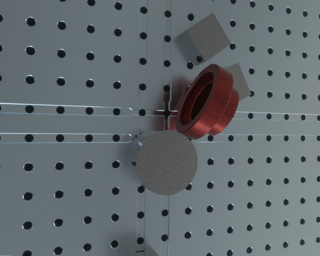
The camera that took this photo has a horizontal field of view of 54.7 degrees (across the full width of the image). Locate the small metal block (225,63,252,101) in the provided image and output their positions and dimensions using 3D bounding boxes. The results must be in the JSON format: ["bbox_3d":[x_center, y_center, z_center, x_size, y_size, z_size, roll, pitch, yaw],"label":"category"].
[{"bbox_3d":[0.097,-0.060,0.450,0.050,0.025,0.050,-28,100,-18],"label":"small metal block"}]

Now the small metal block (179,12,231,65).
[{"bbox_3d":[0.064,-0.125,0.437,0.050,0.025,0.050,-38,103,-16],"label":"small metal block"}]

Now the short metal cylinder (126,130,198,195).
[{"bbox_3d":[0.001,0.042,0.401,0.081,0.050,0.079,0,90,-20],"label":"short metal cylinder"}]

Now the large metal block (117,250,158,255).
[{"bbox_3d":[-0.018,0.207,0.378,0.050,0.080,0.079,-1,90,-20],"label":"large metal block"}]

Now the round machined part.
[{"bbox_3d":[0.064,-0.029,0.398,0.042,0.098,0.098,26,81,-16],"label":"round machined part"}]
